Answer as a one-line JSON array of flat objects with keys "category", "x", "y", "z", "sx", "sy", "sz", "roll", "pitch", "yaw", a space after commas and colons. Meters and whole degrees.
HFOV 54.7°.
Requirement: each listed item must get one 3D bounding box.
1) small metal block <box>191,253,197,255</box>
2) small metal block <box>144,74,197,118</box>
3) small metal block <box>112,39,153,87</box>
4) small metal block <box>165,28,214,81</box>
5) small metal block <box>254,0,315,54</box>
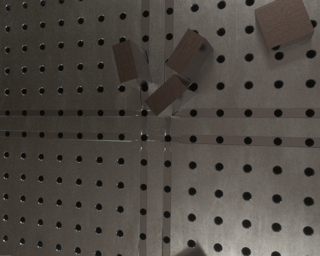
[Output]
[{"category": "small metal block", "x": 0.038, "y": 0.200, "z": 0.399, "sx": 0.050, "sy": 0.025, "sz": 0.050, "roll": -38, "pitch": 78, "yaw": 16}, {"category": "small metal block", "x": 0.015, "y": -0.039, "z": 0.393, "sx": 0.050, "sy": 0.050, "sz": 0.025, "roll": -41, "pitch": 77, "yaw": 15}, {"category": "small metal block", "x": -0.036, "y": -0.083, "z": 0.411, "sx": 0.025, "sy": 0.050, "sz": 0.050, "roll": -14, "pitch": 85, "yaw": 19}, {"category": "small metal block", "x": 0.038, "y": -0.089, "z": 0.385, "sx": 0.025, "sy": 0.050, "sz": 0.050, "roll": 37, "pitch": 102, "yaw": 16}, {"category": "small metal block", "x": 0.144, "y": -0.122, "z": 0.362, "sx": 0.050, "sy": 0.025, "sz": 0.050, "roll": -20, "pitch": 84, "yaw": 18}]
